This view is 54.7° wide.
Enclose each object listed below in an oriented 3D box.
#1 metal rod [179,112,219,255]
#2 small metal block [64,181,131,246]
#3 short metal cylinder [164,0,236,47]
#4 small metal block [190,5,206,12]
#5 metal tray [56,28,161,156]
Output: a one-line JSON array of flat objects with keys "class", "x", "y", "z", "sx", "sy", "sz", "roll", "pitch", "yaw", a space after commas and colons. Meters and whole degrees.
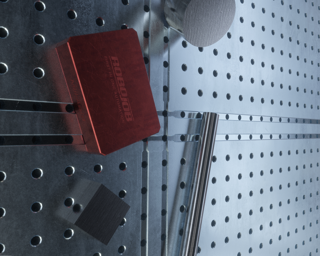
[{"class": "metal rod", "x": 0.051, "y": 0.123, "z": 0.454, "sx": 0.025, "sy": 0.025, "sz": 0.299, "roll": 18, "pitch": 79, "yaw": -39}, {"class": "small metal block", "x": -0.070, "y": 0.096, "z": 0.352, "sx": 0.050, "sy": 0.025, "sz": 0.050, "roll": 48, "pitch": 62, "yaw": -30}, {"class": "short metal cylinder", "x": 0.053, "y": -0.156, "z": 0.414, "sx": 0.081, "sy": 0.050, "sz": 0.079, "roll": -19, "pitch": 135, "yaw": -19}, {"class": "small metal block", "x": 0.048, "y": -0.195, "z": 0.451, "sx": 0.050, "sy": 0.025, "sz": 0.050, "roll": 11, "pitch": 83, "yaw": -40}, {"class": "metal tray", "x": -0.055, "y": -0.043, "z": 0.361, "sx": 0.091, "sy": 0.030, "sz": 0.129, "roll": -23, "pitch": 105, "yaw": -38}]
